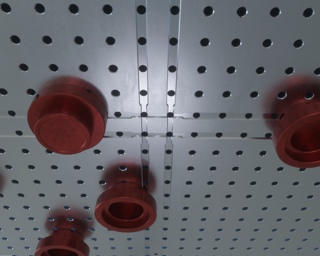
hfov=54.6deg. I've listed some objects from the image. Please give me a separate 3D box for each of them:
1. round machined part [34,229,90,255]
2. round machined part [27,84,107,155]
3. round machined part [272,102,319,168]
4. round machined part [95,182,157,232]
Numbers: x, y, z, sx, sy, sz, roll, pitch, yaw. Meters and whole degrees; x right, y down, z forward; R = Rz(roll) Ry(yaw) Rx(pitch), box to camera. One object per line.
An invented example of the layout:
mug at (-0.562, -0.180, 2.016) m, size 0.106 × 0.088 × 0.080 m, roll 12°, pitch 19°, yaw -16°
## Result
round machined part at (-0.184, 0.231, 0.595) m, size 0.099 × 0.042 × 0.097 m, roll 0°, pitch 130°, yaw 0°
round machined part at (-0.119, -0.004, 0.396) m, size 0.099 × 0.042 × 0.097 m, roll 0°, pitch 130°, yaw 0°
round machined part at (0.197, 0.005, 0.406) m, size 0.099 × 0.042 × 0.097 m, roll 0°, pitch 130°, yaw 0°
round machined part at (-0.054, 0.126, 0.507) m, size 0.099 × 0.042 × 0.097 m, roll 0°, pitch 130°, yaw 0°
